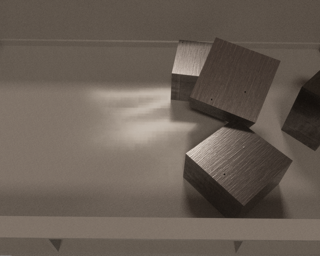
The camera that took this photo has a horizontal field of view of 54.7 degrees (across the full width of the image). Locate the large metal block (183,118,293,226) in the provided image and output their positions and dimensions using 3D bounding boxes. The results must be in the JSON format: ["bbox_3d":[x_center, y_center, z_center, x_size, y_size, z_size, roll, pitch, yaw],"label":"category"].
[{"bbox_3d":[0.085,0.047,0.351,0.080,0.050,0.080,-33,58,-25],"label":"large metal block"}]

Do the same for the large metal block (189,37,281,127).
[{"bbox_3d":[0.090,-0.053,0.385,0.080,0.050,0.080,23,83,7],"label":"large metal block"}]

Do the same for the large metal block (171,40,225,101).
[{"bbox_3d":[0.062,-0.083,0.459,0.080,0.050,0.080,8,50,6],"label":"large metal block"}]

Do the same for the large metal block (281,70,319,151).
[{"bbox_3d":[0.211,-0.030,0.398,0.080,0.080,0.050,-37,59,-27],"label":"large metal block"}]
